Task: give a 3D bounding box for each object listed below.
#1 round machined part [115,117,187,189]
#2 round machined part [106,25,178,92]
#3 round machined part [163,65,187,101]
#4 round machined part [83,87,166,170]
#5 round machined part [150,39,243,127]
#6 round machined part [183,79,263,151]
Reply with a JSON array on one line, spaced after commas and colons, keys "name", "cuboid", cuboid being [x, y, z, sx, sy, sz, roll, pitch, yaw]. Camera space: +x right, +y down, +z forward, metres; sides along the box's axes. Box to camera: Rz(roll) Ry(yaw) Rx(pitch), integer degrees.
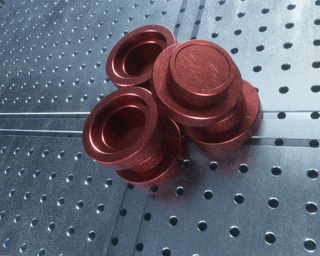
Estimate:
[{"name": "round machined part", "cuboid": [-0.019, 0.024, 0.395, 0.098, 0.042, 0.098, -13, 56, 21]}, {"name": "round machined part", "cuboid": [-0.018, -0.083, 0.404, 0.098, 0.042, 0.098, -13, 56, 21]}, {"name": "round machined part", "cuboid": [0.002, -0.063, 0.437, 0.098, 0.042, 0.098, -13, 56, 21]}, {"name": "round machined part", "cuboid": [-0.037, 0.004, 0.361, 0.098, 0.042, 0.098, -13, 56, 21]}, {"name": "round machined part", "cuboid": [0.040, -0.054, 0.328, 0.099, 0.042, 0.098, 3, 65, -6]}, {"name": "round machined part", "cuboid": [0.071, -0.024, 0.376, 0.098, 0.042, 0.098, -13, 56, 21]}]
